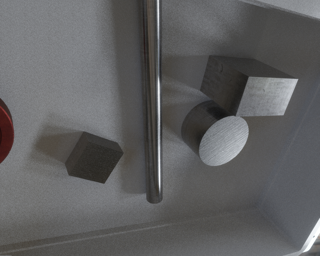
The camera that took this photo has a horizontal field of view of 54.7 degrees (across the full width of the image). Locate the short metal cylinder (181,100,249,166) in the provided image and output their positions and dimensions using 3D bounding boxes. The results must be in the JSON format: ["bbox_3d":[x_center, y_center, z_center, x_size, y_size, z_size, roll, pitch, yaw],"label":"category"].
[{"bbox_3d":[0.077,0.007,0.441,0.081,0.050,0.079,-14,125,-21],"label":"short metal cylinder"}]

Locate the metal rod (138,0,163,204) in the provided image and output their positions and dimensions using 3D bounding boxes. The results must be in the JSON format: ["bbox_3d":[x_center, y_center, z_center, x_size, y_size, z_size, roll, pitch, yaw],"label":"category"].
[{"bbox_3d":[-0.010,-0.020,0.392,0.025,0.025,0.298,-14,125,-21],"label":"metal rod"}]

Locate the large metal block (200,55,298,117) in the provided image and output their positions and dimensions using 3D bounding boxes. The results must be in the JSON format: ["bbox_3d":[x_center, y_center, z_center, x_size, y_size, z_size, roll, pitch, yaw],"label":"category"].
[{"bbox_3d":[0.112,-0.056,0.402,0.081,0.080,0.050,-3,120,-28],"label":"large metal block"}]

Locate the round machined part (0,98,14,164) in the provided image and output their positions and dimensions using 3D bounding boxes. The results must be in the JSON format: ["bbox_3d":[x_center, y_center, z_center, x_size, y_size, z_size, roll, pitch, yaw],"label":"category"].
[{"bbox_3d":[-0.193,-0.001,0.292,0.099,0.042,0.097,-14,125,-21],"label":"round machined part"}]

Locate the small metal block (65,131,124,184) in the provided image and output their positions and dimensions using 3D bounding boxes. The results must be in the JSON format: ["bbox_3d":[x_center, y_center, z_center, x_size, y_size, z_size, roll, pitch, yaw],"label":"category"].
[{"bbox_3d":[-0.082,0.038,0.388,0.050,0.025,0.050,23,106,-37],"label":"small metal block"}]
